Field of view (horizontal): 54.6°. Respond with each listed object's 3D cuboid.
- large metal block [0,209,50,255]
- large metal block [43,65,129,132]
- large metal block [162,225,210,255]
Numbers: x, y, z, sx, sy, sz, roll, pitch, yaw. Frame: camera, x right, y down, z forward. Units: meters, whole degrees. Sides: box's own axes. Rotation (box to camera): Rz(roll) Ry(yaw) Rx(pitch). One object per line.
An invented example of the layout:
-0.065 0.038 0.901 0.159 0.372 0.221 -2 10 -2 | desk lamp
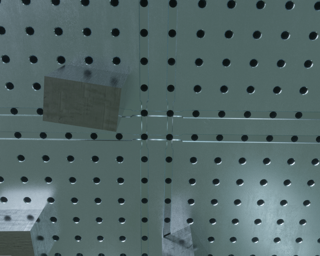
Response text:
-0.218 0.170 0.461 0.080 0.050 0.079 -1 110 0 | large metal block
-0.084 -0.039 0.369 0.080 0.080 0.050 9 110 -3 | large metal block
0.045 0.209 0.461 0.050 0.080 0.080 -28 108 10 | large metal block
